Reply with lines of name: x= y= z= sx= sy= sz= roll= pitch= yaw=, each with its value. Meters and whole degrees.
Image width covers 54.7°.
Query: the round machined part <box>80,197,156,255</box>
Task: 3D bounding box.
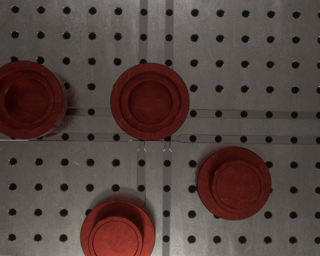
round machined part: x=-0.055 y=0.143 z=0.404 sx=0.099 sy=0.042 sz=0.097 roll=0 pitch=90 yaw=-1

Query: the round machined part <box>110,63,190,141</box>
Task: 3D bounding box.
round machined part: x=-0.012 y=-0.033 z=0.405 sx=0.099 sy=0.042 sz=0.097 roll=0 pitch=90 yaw=-1

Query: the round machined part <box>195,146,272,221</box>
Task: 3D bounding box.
round machined part: x=0.098 y=0.073 z=0.406 sx=0.099 sy=0.042 sz=0.097 roll=0 pitch=90 yaw=-1

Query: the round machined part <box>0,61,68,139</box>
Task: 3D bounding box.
round machined part: x=-0.169 y=-0.035 z=0.403 sx=0.099 sy=0.042 sz=0.097 roll=0 pitch=90 yaw=-1
